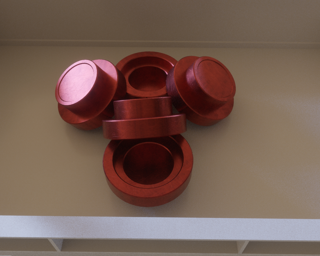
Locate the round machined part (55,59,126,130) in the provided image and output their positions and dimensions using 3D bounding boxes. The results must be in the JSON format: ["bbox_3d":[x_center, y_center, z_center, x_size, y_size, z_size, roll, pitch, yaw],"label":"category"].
[{"bbox_3d":[-0.097,-0.050,0.405,0.098,0.042,0.098,-13,60,24],"label":"round machined part"}]

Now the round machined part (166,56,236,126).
[{"bbox_3d":[0.061,-0.055,0.409,0.099,0.042,0.098,15,58,-26],"label":"round machined part"}]

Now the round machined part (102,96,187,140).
[{"bbox_3d":[-0.019,-0.014,0.366,0.099,0.098,0.042,-5,95,-4],"label":"round machined part"}]

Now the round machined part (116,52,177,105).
[{"bbox_3d":[-0.016,-0.063,0.443,0.099,0.042,0.098,0,50,0],"label":"round machined part"}]

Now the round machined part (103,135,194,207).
[{"bbox_3d":[-0.013,0.045,0.353,0.099,0.042,0.098,0,50,0],"label":"round machined part"}]
